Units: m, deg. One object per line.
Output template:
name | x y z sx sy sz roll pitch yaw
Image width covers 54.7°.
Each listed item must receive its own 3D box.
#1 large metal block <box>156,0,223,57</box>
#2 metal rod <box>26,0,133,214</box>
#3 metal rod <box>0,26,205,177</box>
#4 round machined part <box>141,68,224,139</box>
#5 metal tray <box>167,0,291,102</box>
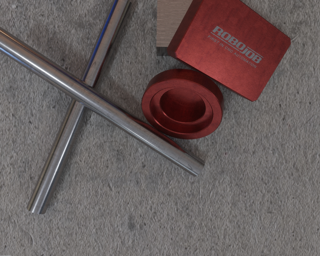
large metal block | 0.037 -0.137 0.398 0.081 0.050 0.079 1 90 -1
metal rod | -0.105 -0.030 0.408 0.025 0.025 0.299 23 90 -1
metal rod | -0.072 -0.028 0.387 0.301 0.025 0.025 33 90 -9
round machined part | 0.030 -0.034 0.384 0.099 0.097 0.042 18 48 -1
metal tray | 0.085 -0.099 0.376 0.131 0.030 0.090 24 100 -25
